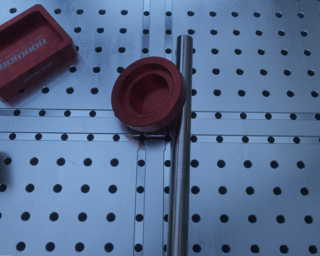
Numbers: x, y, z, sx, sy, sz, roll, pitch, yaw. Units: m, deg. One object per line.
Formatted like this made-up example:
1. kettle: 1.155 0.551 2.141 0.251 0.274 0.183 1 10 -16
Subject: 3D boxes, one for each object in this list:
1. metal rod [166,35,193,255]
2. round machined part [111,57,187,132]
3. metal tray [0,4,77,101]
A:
1. metal rod: 0.028 0.009 0.408 0.025 0.025 0.299 3 70 1
2. round machined part: -0.011 -0.040 0.405 0.098 0.042 0.098 -8 67 21
3. metal tray: -0.200 -0.111 0.446 0.130 0.030 0.090 -38 75 -13
